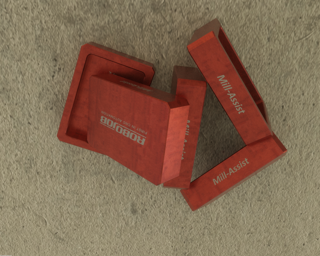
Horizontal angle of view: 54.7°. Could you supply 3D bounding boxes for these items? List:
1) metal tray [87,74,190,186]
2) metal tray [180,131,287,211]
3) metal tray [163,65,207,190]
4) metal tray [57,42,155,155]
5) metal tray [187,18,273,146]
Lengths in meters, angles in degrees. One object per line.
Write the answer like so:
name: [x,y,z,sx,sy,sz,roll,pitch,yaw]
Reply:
metal tray: [-0.031,-0.004,0.349,0.130,0.030,0.089,24,116,38]
metal tray: [0.097,0.056,0.398,0.130,0.090,0.030,-36,71,12]
metal tray: [0.026,-0.003,0.376,0.030,0.090,0.129,6,111,-3]
metal tray: [-0.069,-0.033,0.395,0.091,0.030,0.129,19,109,-7]
metal tray: [0.082,-0.055,0.355,0.030,0.090,0.130,-27,109,24]
